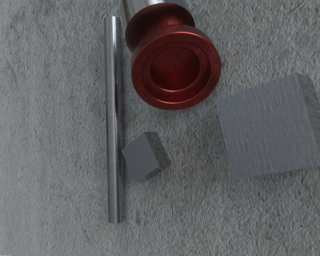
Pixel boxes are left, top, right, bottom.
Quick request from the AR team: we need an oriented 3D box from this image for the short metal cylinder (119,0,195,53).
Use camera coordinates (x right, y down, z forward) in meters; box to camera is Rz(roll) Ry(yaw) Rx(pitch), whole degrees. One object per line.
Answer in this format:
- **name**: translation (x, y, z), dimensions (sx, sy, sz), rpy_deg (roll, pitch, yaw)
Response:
- **short metal cylinder**: translation (-0.004, -0.125, 0.363), dimensions (0.080, 0.080, 0.050), rpy_deg (-39, 48, 33)

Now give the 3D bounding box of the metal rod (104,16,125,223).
- **metal rod**: translation (-0.067, -0.013, 0.457), dimensions (0.025, 0.025, 0.298), rpy_deg (-3, 88, 39)

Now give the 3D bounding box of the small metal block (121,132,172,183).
- **small metal block**: translation (-0.019, 0.039, 0.419), dimensions (0.050, 0.025, 0.050), rpy_deg (-39, 67, 33)

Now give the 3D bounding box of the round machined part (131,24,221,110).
- **round machined part**: translation (0.016, -0.071, 0.352), dimensions (0.098, 0.099, 0.042), rpy_deg (-49, 31, 28)

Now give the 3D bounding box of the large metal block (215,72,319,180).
- **large metal block**: translation (0.109, 0.001, 0.298), dimensions (0.080, 0.050, 0.080), rpy_deg (-18, 79, 38)
